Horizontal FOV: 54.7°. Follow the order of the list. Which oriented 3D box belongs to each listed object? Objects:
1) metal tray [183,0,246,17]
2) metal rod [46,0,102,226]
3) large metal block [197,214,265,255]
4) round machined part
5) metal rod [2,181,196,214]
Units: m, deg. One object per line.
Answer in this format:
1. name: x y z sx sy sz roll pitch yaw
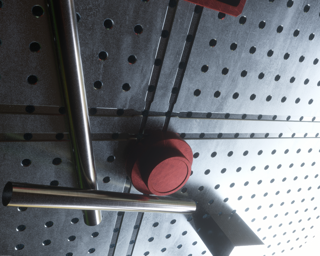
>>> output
1. metal tray: 0.067 -0.194 0.325 0.091 0.030 0.129 4 117 -31
2. metal rod: -0.094 0.003 0.362 0.025 0.025 0.298 -13 124 -22
3. large metal block: 0.131 0.208 0.579 0.081 0.080 0.050 12 112 -34
4. round machined part: 0.005 0.057 0.440 0.099 0.042 0.097 -14 124 -21
5. metal rod: -0.052 0.100 0.419 0.302 0.025 0.025 18 109 -44
